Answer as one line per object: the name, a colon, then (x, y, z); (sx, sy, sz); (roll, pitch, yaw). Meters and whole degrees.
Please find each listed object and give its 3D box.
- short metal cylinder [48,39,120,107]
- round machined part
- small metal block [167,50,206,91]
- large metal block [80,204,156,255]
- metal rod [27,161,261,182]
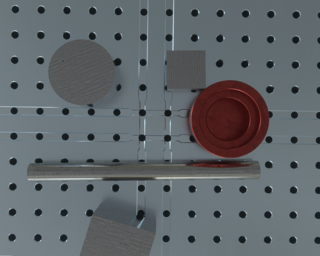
short metal cylinder: (-0.095, -0.068, 0.400); (0.081, 0.050, 0.079); (0, 90, -1)
round machined part: (0.087, -0.011, 0.406); (0.099, 0.042, 0.097); (0, 90, -1)
small metal block: (0.034, -0.076, 0.414); (0.050, 0.025, 0.050); (-1, 90, -1)
large metal block: (-0.055, 0.154, 0.400); (0.080, 0.050, 0.080); (17, 90, -1)
metal rod: (-0.020, 0.058, 0.413); (0.302, 0.025, 0.025); (0, 90, -1)
